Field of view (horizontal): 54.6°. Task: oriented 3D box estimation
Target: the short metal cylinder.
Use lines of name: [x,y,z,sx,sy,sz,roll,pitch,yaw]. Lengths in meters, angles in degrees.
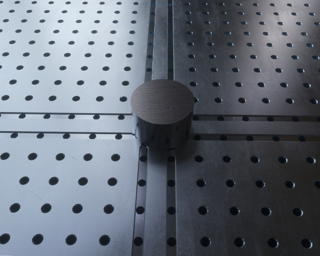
short metal cylinder: [0.003,-0.019,0.407,0.080,0.050,0.080,0,50,0]
